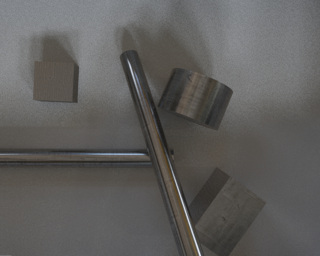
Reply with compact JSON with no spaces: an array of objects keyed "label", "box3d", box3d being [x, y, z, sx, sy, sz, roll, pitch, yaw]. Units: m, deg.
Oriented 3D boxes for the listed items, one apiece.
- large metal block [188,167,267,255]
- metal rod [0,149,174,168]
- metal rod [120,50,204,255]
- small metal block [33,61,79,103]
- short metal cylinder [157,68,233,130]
[{"label":"large metal block","box3d":[0.075,0.101,0.385,0.050,0.080,0.080,36,90,-1]},{"label":"metal rod","box3d":[-0.133,0.040,0.409,0.302,0.025,0.025,0,90,-1]},{"label":"metal rod","box3d":[0.002,0.038,0.362,0.025,0.025,0.299,-18,70,0]},{"label":"small metal block","box3d":[-0.137,-0.060,0.410,0.050,0.025,0.050,3,90,-1]},{"label":"short metal cylinder","box3d":[0.043,-0.035,0.385,0.080,0.080,0.050,22,90,-1]}]
